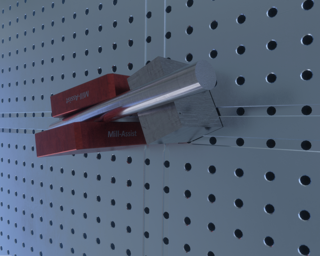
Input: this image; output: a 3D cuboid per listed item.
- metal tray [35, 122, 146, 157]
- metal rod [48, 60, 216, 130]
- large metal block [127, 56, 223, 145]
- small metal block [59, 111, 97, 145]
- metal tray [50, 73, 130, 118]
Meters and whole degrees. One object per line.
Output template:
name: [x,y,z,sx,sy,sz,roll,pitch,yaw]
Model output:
metal tray: [-0.080,0.014,0.404,0.090,0.131,0.030,-12,83,39]
metal rod: [-0.060,-0.020,0.359,0.299,0.025,0.025,-13,82,48]
large metal block: [0.018,-0.028,0.356,0.050,0.081,0.080,-28,73,36]
small metal block: [-0.132,0.000,0.498,0.025,0.050,0.050,-11,83,39]
metal tray: [-0.076,-0.039,0.426,0.130,0.091,0.030,-11,84,39]
